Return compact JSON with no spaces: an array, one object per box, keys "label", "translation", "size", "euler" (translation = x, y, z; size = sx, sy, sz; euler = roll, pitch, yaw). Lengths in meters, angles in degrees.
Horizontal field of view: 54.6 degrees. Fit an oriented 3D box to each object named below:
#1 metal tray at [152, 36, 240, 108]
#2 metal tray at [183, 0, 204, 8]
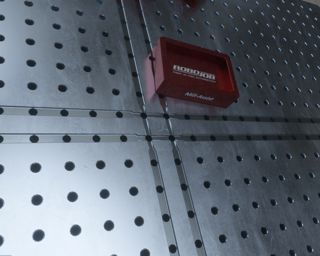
[{"label":"metal tray","translation":[0.056,-0.086,0.486],"size":[0.131,0.030,0.090],"euler":[9,58,-24]},{"label":"metal tray","translation":[0.043,-0.305,0.613],"size":[0.130,0.030,0.090],"euler":[40,51,-1]}]
